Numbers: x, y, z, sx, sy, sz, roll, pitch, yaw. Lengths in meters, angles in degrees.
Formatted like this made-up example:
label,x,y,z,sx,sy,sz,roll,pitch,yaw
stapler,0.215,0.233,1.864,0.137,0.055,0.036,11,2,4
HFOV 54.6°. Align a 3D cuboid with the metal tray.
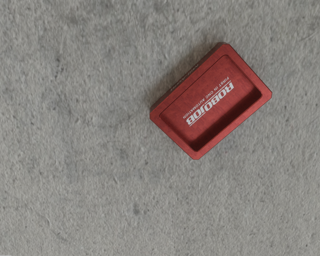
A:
label,x,y,z,sx,sy,sz,roll,pitch,yaw
metal tray,0.062,-0.032,0.395,0.130,0.030,0.090,-43,105,14
